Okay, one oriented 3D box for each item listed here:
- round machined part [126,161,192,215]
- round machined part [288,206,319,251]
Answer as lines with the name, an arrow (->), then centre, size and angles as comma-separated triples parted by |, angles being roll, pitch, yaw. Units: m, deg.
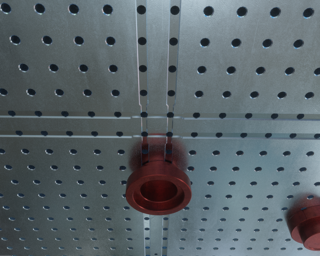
round machined part -> -0.002, 0.088, 0.475 | 0.099, 0.042, 0.097 | 0, 130, 0
round machined part -> 0.288, 0.187, 0.561 | 0.099, 0.042, 0.097 | 0, 130, 0
